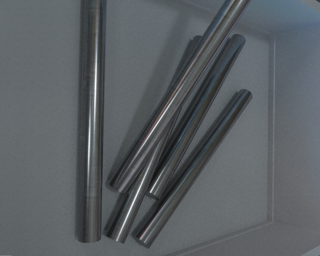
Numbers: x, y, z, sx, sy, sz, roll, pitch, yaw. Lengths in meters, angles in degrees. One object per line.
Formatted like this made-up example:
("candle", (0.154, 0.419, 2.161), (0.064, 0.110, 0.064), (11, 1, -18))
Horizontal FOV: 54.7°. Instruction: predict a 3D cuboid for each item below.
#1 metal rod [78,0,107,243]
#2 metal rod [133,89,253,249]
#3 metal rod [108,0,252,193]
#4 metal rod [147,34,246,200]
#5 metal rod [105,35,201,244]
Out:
("metal rod", (-0.075, -0.026, 0.345), (0.025, 0.025, 0.298), (2, 89, -40))
("metal rod", (0.062, 0.043, 0.460), (0.301, 0.025, 0.025), (-50, 120, -29))
("metal rod", (0.031, -0.055, 0.358), (0.025, 0.025, 0.299), (30, 95, -37))
("metal rod", (0.060, -0.031, 0.459), (0.025, 0.025, 0.300), (46, 62, -31))
("metal rod", (0.004, 0.001, 0.411), (0.025, 0.025, 0.300), (37, 67, -34))
